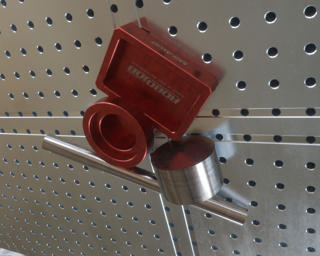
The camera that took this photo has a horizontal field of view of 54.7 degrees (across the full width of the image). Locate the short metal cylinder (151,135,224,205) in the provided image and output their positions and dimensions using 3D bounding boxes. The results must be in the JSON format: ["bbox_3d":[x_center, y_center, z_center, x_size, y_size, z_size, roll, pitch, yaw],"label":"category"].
[{"bbox_3d":[0.034,0.050,0.386,0.080,0.080,0.050,-4,117,29],"label":"short metal cylinder"}]

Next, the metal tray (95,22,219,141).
[{"bbox_3d":[-0.008,-0.054,0.376,0.130,0.030,0.089,35,128,5],"label":"metal tray"}]

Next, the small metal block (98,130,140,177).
[{"bbox_3d":[-0.063,0.038,0.466,0.050,0.025,0.050,25,127,12],"label":"small metal block"}]

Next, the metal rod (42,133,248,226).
[{"bbox_3d":[-0.025,0.071,0.440,0.301,0.025,0.025,20,127,5],"label":"metal rod"}]

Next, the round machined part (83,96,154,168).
[{"bbox_3d":[-0.051,0.001,0.416,0.098,0.042,0.097,14,125,22],"label":"round machined part"}]
